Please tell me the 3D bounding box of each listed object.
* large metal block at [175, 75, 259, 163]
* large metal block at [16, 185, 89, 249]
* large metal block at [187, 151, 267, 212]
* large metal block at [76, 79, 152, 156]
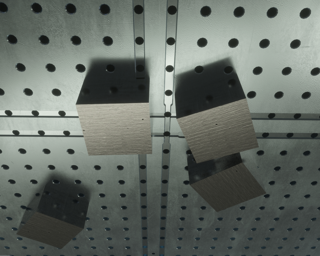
[{"bbox_3d":[0.071,-0.009,0.389,0.080,0.050,0.080,-17,129,13],"label":"large metal block"},{"bbox_3d":[-0.179,0.152,0.522,0.080,0.050,0.080,30,124,-24],"label":"large metal block"},{"bbox_3d":[0.097,0.071,0.457,0.080,0.050,0.080,-28,125,21],"label":"large metal block"},{"bbox_3d":[-0.051,-0.013,0.384,0.081,0.050,0.079,-2,130,1],"label":"large metal block"}]
